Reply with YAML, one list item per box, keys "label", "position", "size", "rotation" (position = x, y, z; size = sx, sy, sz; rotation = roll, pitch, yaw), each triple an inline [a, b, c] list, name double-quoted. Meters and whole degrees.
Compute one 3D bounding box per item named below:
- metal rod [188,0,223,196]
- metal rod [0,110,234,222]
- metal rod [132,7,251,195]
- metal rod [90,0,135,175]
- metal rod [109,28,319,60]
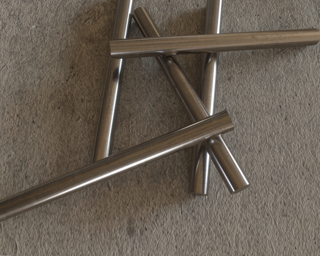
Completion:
- label: "metal rod"
  position: [0.066, -0.058, 0.429]
  size: [0.025, 0.025, 0.299]
  rotation: [7, 70, 2]
- label: "metal rod"
  position: [-0.061, 0.047, 0.359]
  size: [0.301, 0.025, 0.025]
  rotation: [-22, 71, 4]
- label: "metal rod"
  position: [0.030, -0.053, 0.407]
  size: [0.025, 0.025, 0.299]
  rotation: [-23, 64, -8]
- label: "metal rod"
  position: [-0.063, -0.079, 0.436]
  size: [0.025, 0.025, 0.299]
  rotation: [5, 70, 2]
- label: "metal rod"
  position: [0.083, -0.117, 0.424]
  size: [0.302, 0.025, 0.025]
  rotation: [-7, 70, -13]
